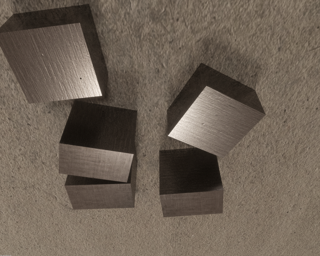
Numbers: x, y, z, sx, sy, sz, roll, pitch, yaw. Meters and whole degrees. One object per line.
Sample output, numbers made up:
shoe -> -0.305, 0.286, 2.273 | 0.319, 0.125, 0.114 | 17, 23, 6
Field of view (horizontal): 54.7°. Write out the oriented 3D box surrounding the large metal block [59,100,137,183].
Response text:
large metal block -> -0.074, 0.015, 0.383 | 0.081, 0.080, 0.050 | 9, 129, -8

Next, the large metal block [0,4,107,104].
large metal block -> -0.107, -0.076, 0.324 | 0.080, 0.050, 0.080 | -6, 130, 4

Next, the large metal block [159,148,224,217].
large metal block -> 0.042, 0.074, 0.435 | 0.080, 0.080, 0.050 | -5, 130, 3

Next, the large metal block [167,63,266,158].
large metal block -> 0.064, -0.019, 0.376 | 0.080, 0.050, 0.080 | 23, 126, -19

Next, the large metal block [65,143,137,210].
large metal block -> -0.075, 0.062, 0.423 | 0.081, 0.080, 0.050 | -2, 130, 1
